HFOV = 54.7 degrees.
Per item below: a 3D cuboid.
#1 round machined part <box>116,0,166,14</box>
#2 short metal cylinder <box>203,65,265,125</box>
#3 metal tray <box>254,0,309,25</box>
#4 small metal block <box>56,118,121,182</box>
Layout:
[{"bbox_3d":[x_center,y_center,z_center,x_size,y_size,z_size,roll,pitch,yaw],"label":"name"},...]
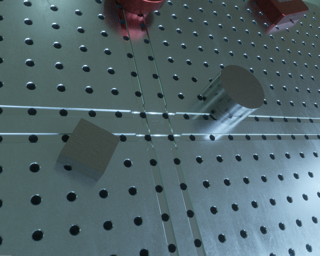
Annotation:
[{"bbox_3d":[-0.038,-0.230,0.517,0.099,0.042,0.098,14,56,-21],"label":"round machined part"},{"bbox_3d":[0.114,-0.051,0.485,0.081,0.050,0.080,14,56,-21],"label":"short metal cylinder"},{"bbox_3d":[0.292,-0.299,0.744,0.131,0.030,0.090,-24,75,-37],"label":"metal tray"},{"bbox_3d":[-0.080,0.024,0.350,0.050,0.025,0.050,29,52,-10],"label":"small metal block"}]
